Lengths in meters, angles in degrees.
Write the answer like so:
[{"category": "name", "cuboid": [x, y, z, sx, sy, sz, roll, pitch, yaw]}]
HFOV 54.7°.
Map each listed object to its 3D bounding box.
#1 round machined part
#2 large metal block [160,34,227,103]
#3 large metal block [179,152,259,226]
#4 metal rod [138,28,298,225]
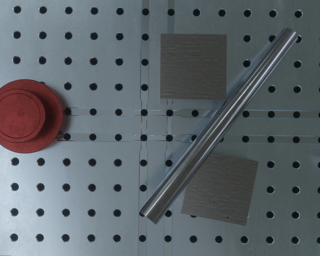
[{"category": "round machined part", "cuboid": [-0.176, -0.015, 0.403, 0.099, 0.042, 0.097, 0, 90, 0]}, {"category": "large metal block", "cuboid": [0.041, -0.075, 0.401, 0.081, 0.050, 0.079, 1, 90, 0]}, {"category": "large metal block", "cuboid": [0.073, 0.072, 0.401, 0.080, 0.050, 0.080, 11, 90, 0]}, {"category": "metal rod", "cuboid": [0.080, -0.013, 0.377, 0.025, 0.025, 0.300, 40, 75, 0]}]
